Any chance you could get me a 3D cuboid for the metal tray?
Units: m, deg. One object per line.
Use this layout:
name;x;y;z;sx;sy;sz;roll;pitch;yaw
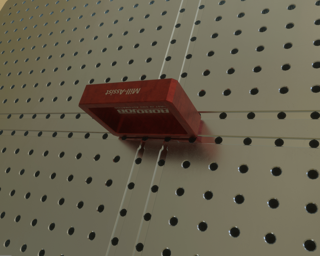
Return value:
metal tray;-0.024;-0.021;0.393;0.130;0.090;0.030;0;62;28
